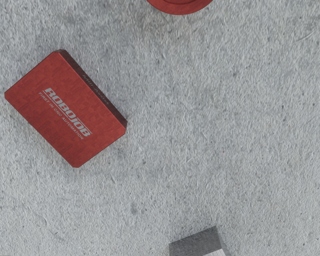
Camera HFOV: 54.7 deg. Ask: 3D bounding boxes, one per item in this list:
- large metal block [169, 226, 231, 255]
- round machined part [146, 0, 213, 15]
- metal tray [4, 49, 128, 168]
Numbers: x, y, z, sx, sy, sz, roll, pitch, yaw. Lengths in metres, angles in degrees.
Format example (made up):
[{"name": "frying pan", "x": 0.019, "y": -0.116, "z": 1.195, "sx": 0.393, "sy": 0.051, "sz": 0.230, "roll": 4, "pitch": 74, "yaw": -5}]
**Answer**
[{"name": "large metal block", "x": 0.068, "y": 0.210, "z": 0.475, "sx": 0.080, "sy": 0.050, "sz": 0.080, "roll": -24, "pitch": 109, "yaw": 8}, {"name": "round machined part", "x": 0.021, "y": -0.175, "z": 0.337, "sx": 0.099, "sy": 0.042, "sz": 0.097, "roll": 0, "pitch": 110, "yaw": -1}, {"name": "metal tray", "x": -0.116, "y": -0.022, "z": 0.397, "sx": 0.090, "sy": 0.030, "sz": 0.130, "roll": -36, "pitch": 107, "yaw": 12}]
